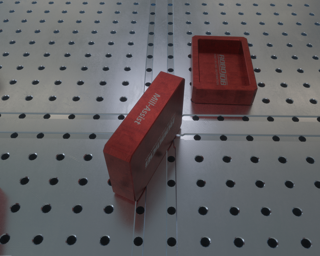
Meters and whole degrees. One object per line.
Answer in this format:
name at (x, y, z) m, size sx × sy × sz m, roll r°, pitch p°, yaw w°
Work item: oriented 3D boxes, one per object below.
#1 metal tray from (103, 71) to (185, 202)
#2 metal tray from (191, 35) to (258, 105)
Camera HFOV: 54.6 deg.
metal tray at (-0.012, 0.008, 0.358) m, size 0.030 × 0.090 × 0.130 m, roll 21°, pitch 53°, yaw 16°
metal tray at (0.095, -0.094, 0.483) m, size 0.090 × 0.030 × 0.130 m, roll 2°, pitch 50°, yaw 2°
